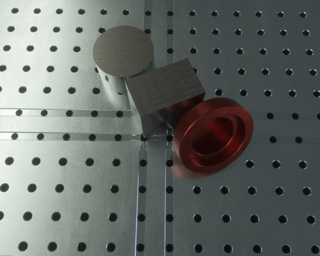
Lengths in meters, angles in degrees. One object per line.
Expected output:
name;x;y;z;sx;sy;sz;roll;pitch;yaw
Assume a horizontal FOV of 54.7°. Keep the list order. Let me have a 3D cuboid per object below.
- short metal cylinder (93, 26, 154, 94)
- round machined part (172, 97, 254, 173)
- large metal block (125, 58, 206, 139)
short metal cylinder;-0.048;-0.094;0.432;0.081;0.050;0.080;0;70;0
round machined part;0.061;0.005;0.380;0.099;0.098;0.042;-23;40;-8
large metal block;0.006;-0.034;0.395;0.080;0.080;0.050;-21;71;-8
